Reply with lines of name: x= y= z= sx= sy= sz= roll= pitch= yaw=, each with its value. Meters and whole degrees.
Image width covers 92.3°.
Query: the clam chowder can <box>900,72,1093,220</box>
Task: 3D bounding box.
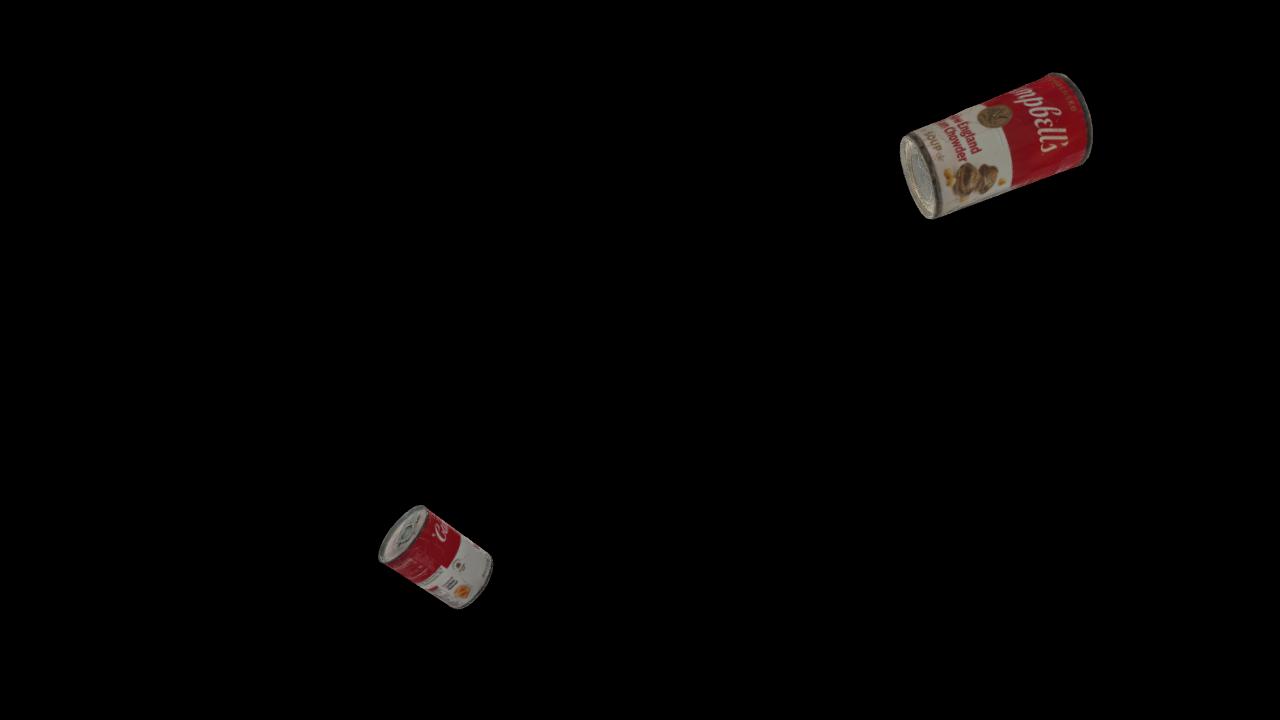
clam chowder can: x=0.250 y=-0.150 z=0.441 sx=0.102 sy=0.068 sz=0.068 roll=-20 pitch=-5 yaw=14

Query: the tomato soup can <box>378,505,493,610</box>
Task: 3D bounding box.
tomato soup can: x=-0.213 y=0.210 z=0.651 sx=0.068 sy=0.068 sz=0.101 roll=0 pitch=-42 yaw=53
